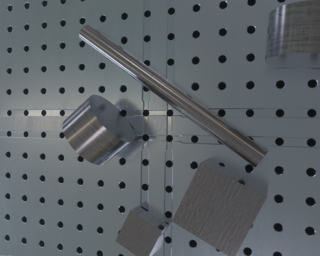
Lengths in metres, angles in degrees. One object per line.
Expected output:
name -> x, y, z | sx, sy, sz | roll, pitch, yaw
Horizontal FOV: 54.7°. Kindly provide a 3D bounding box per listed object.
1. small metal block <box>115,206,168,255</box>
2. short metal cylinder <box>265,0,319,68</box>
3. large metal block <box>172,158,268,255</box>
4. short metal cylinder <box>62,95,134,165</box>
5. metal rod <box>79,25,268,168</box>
small metal block -> -0.025, 0.143, 0.421 | 0.050, 0.025, 0.050 | 28, 99, 17
short metal cylinder -> 0.156, -0.095, 0.328 | 0.080, 0.080, 0.050 | 5, 92, 20
large metal block -> 0.073, 0.093, 0.374 | 0.080, 0.050, 0.080 | 27, 99, 18
short metal cylinder -> -0.080, 0.002, 0.412 | 0.050, 0.080, 0.080 | -40, 78, 16
metal rod -> 0.007, -0.051, 0.410 | 0.300, 0.025, 0.025 | 38, 102, 16
